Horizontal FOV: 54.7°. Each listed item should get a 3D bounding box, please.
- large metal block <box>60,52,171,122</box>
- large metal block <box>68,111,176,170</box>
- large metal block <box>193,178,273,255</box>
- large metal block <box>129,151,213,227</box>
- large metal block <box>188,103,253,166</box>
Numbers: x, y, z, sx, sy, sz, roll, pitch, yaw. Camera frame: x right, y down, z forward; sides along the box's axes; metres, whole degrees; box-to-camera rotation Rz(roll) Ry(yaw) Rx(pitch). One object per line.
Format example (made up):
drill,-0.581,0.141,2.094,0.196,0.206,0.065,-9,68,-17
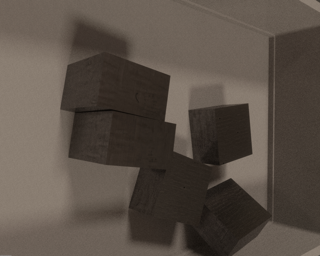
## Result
large metal block,-0.048,-0.038,0.332,0.081,0.080,0.050,12,82,-40
large metal block,-0.041,0.014,0.338,0.081,0.080,0.050,11,83,-40
large metal block,0.098,0.128,0.447,0.081,0.080,0.050,-15,136,-39
large metal block,0.016,0.077,0.406,0.080,0.050,0.080,25,74,-38
large metal block,0.093,0.007,0.471,0.081,0.050,0.079,-11,97,-40
